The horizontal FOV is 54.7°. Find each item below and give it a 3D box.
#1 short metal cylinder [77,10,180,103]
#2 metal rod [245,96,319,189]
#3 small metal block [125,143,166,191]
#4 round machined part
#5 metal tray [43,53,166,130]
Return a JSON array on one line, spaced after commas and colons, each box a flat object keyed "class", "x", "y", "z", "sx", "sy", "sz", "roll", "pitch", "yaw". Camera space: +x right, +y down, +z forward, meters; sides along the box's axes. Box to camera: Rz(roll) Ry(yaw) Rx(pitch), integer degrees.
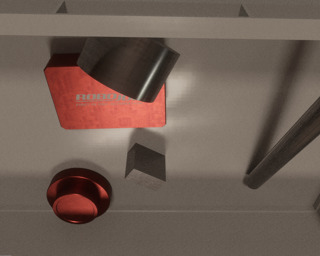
[{"class": "short metal cylinder", "x": -0.029, "y": -0.065, "z": 0.287, "sx": 0.080, "sy": 0.080, "sz": 0.050, "roll": 24, "pitch": 106, "yaw": -20}, {"class": "metal rod", "x": 0.152, "y": 0.016, "z": 0.353, "sx": 0.025, "sy": 0.025, "sz": 0.299, "roll": 1, "pitch": 153, "yaw": -2}, {"class": "small metal block", "x": -0.020, "y": 0.055, "z": 0.440, "sx": 0.050, "sy": 0.050, "sz": 0.025, "roll": 26, "pitch": 125, "yaw": -21}, {"class": "round machined part", "x": -0.128, "y": 0.113, "z": 0.485, "sx": 0.099, "sy": 0.042, "sz": 0.097, "roll": 0, "pitch": 124, "yaw": 0}, {"class": "metal tray", "x": -0.059, "y": -0.043, "z": 0.369, "sx": 0.131, "sy": 0.030, "sz": 0.089, "roll": -2, "pitch": 131, "yaw": 0}]
